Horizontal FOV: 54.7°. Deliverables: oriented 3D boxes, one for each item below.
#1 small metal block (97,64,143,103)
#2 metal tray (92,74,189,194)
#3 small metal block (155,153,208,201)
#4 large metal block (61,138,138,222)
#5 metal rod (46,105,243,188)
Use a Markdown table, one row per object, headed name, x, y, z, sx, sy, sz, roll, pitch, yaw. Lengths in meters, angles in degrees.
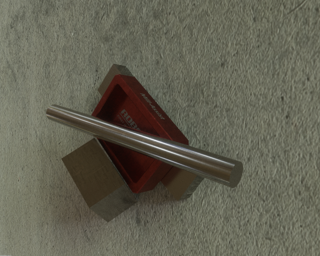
| name | x | y | z | sx | sy | sz | roll | pitch | yaw |
| --- | --- | --- | --- | --- | --- | --- | --- | --- | --- |
| small metal block | -0.058 | -0.057 | 0.452 | 0.050 | 0.025 | 0.050 | 52 | 120 | 27 |
| metal tray | -0.033 | 0.005 | 0.395 | 0.130 | 0.030 | 0.090 | 51 | 120 | 27 |
| small metal block | 0.026 | 0.053 | 0.383 | 0.050 | 0.025 | 0.050 | 46 | 117 | 30 |
| large metal block | -0.080 | 0.073 | 0.423 | 0.050 | 0.080 | 0.080 | -34 | 62 | -10 |
| metal rod | -0.045 | 0.009 | 0.370 | 0.300 | 0.025 | 0.025 | 16 | 100 | 38 |
